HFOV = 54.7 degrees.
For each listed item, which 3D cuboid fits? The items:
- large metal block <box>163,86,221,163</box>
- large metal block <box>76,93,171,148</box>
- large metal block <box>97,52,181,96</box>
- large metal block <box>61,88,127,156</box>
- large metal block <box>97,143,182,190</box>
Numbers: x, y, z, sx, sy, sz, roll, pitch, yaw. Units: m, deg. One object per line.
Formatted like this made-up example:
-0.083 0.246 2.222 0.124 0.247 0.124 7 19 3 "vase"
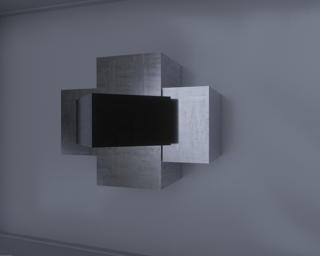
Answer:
0.040 -0.004 0.364 0.050 0.080 0.080 0 90 19 "large metal block"
-0.042 -0.007 0.335 0.081 0.080 0.050 0 90 -25 "large metal block"
-0.023 -0.058 0.388 0.080 0.080 0.050 0 90 20 "large metal block"
-0.084 -0.007 0.410 0.050 0.080 0.080 0 90 20 "large metal block"
-0.023 0.042 0.388 0.080 0.080 0.050 0 90 20 "large metal block"
